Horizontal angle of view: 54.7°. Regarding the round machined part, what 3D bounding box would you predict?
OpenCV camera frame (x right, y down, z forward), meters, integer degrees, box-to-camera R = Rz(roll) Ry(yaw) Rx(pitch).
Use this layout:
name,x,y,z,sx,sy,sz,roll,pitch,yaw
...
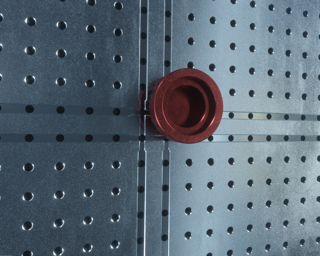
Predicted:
name,x,y,z,sx,sy,sz,roll,pitch,yaw
round machined part,0.032,-0.029,0.417,0.099,0.042,0.097,0,90,-21
